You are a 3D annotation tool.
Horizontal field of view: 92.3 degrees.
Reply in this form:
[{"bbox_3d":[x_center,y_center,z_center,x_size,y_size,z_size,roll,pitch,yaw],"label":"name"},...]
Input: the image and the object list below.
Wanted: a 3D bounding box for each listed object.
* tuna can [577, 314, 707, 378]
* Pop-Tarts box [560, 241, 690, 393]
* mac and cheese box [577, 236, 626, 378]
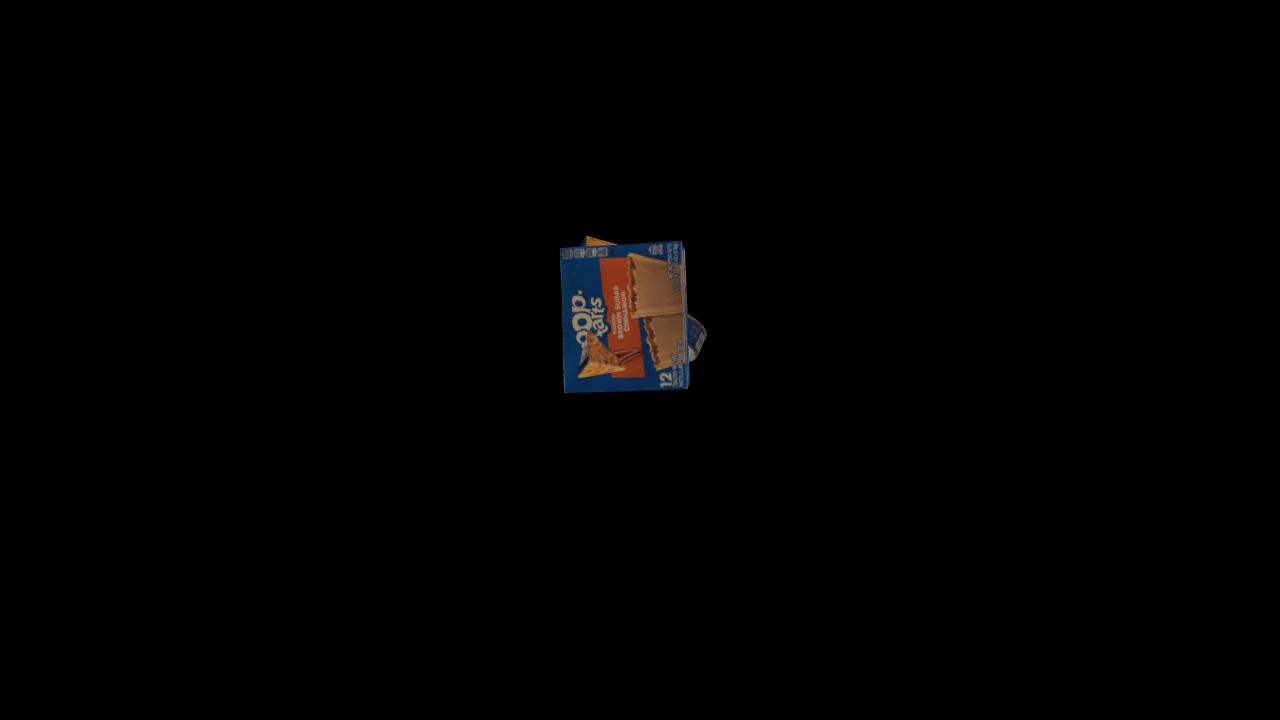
[{"bbox_3d":[0.037,-0.031,0.747,0.084,0.034,0.084,22,-19,8],"label":"tuna can"},{"bbox_3d":[-0.015,-0.048,0.721,0.141,0.167,0.083,-2,-1,7],"label":"Pop-Tarts box"},{"bbox_3d":[-0.029,-0.059,0.740,0.093,0.184,0.041,12,-34,-26],"label":"mac and cheese box"}]
